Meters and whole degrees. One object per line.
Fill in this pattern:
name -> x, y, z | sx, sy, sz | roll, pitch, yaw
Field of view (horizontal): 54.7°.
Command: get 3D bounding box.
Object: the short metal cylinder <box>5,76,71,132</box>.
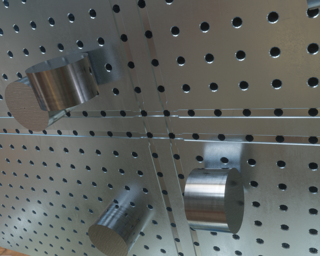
short metal cylinder -> -0.182, -0.041, 0.466 | 0.080, 0.050, 0.079 | 13, 124, 21

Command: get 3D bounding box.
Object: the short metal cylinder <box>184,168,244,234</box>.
short metal cylinder -> 0.071, 0.091, 0.394 | 0.050, 0.080, 0.080 | -5, 116, 30

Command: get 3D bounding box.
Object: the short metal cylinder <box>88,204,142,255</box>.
short metal cylinder -> -0.079, 0.184, 0.551 | 0.080, 0.050, 0.079 | 13, 124, 21

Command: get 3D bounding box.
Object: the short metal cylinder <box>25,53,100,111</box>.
short metal cylinder -> -0.125, -0.062, 0.404 | 0.080, 0.080, 0.050 | 1, 119, 28

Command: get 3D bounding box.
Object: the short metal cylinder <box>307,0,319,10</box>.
short metal cylinder -> 0.131, -0.133, 0.224 | 0.050, 0.080, 0.080 | -6, 116, 31
